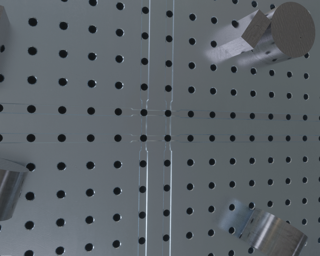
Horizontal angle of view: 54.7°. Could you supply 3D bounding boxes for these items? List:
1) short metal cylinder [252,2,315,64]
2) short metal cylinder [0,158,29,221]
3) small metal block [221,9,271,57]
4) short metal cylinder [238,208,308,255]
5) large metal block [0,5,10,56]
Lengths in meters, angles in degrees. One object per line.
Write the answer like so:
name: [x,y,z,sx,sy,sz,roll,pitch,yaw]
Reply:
short metal cylinder: [0.183,-0.141,0.467,0.081,0.050,0.079,0,90,-20]
short metal cylinder: [-0.184,0.057,0.316,0.080,0.080,0.050,20,84,-19]
small metal block: [0.123,-0.135,0.445,0.025,0.050,0.050,37,78,-16]
short metal cylinder: [0.161,0.158,0.443,0.080,0.080,0.050,36,79,-17]
large metal block: [-0.212,-0.094,0.321,0.081,0.050,0.080,14,85,-20]
